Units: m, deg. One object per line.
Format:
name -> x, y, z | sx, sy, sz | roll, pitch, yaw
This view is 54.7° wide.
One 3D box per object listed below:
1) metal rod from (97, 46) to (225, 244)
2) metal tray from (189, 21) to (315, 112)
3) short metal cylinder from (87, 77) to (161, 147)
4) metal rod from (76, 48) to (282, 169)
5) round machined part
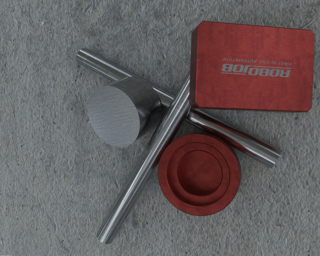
metal rod -> -0.007, 0.030, 0.394 | 0.025, 0.025, 0.298 | 35, 108, 16
metal tray -> 0.101, -0.064, 0.342 | 0.131, 0.030, 0.089 | 2, 91, -8
short metal cylinder -> -0.046, -0.022, 0.399 | 0.080, 0.050, 0.079 | 13, 116, 27
metal rod -> 0.012, -0.034, 0.407 | 0.300, 0.025, 0.025 | 30, 100, 17
round machined part -> 0.051, 0.055, 0.383 | 0.098, 0.042, 0.097 | 0, 90, 20
